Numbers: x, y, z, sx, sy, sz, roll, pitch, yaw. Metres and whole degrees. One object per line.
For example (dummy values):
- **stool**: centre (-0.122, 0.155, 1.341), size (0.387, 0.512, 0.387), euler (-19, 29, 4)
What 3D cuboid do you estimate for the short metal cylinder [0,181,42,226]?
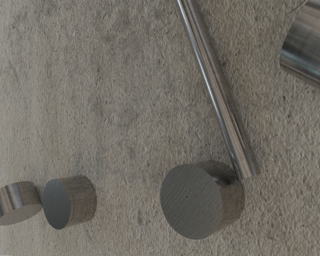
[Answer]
- **short metal cylinder**: centre (-0.277, 0.145, 0.598), size (0.080, 0.081, 0.050), euler (-45, 63, 31)

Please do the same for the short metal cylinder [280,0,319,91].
- **short metal cylinder**: centre (0.144, -0.070, 0.250), size (0.050, 0.081, 0.080), euler (42, 115, 32)

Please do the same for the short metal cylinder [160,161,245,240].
- **short metal cylinder**: centre (0.047, 0.078, 0.350), size (0.080, 0.050, 0.079), euler (0, 90, 40)

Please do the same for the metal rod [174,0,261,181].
- **metal rod**: centre (0.052, -0.087, 0.361), size (0.025, 0.025, 0.299), euler (-27, 73, 37)

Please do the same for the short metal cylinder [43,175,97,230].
- **short metal cylinder**: centre (-0.150, 0.121, 0.513), size (0.080, 0.050, 0.079), euler (0, 90, 40)
